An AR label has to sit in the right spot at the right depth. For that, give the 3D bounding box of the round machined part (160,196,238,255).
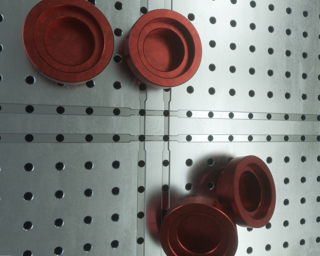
[{"bbox_3d":[0.052,0.135,0.409,0.098,0.042,0.097,2,103,10],"label":"round machined part"}]

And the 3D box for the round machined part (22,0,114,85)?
[{"bbox_3d":[-0.107,-0.099,0.364,0.099,0.042,0.097,0,90,-21],"label":"round machined part"}]

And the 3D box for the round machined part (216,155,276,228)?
[{"bbox_3d":[0.118,0.089,0.437,0.099,0.042,0.098,11,72,-38],"label":"round machined part"}]

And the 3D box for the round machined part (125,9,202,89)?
[{"bbox_3d":[0.002,-0.100,0.405,0.099,0.042,0.097,0,90,-21],"label":"round machined part"}]
